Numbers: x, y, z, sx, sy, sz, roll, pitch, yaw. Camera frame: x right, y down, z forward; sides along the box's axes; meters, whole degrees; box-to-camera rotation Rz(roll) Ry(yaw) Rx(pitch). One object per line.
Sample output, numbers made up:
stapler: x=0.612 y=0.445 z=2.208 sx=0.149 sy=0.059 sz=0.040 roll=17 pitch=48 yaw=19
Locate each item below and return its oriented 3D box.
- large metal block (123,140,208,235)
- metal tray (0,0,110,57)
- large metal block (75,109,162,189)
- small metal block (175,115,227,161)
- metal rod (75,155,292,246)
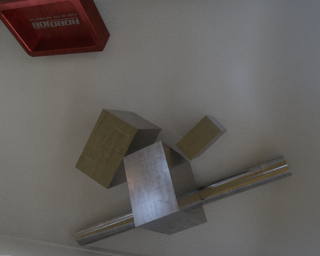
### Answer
large metal block: x=0.007 y=0.072 z=0.357 sx=0.050 sy=0.080 sz=0.080 roll=-26 pitch=57 yaw=17
metal tray: x=-0.146 y=-0.145 z=0.425 sx=0.130 sy=0.090 sz=0.030 roll=0 pitch=55 yaw=19
large metal block: x=-0.050 y=0.024 z=0.398 sx=0.050 sy=0.080 sz=0.080 roll=30 pitch=100 yaw=17
small metal block: x=0.052 y=0.011 z=0.378 sx=0.050 sy=0.050 sz=0.025 roll=-46 pitch=76 yaw=14
metal rod: x=0.017 y=0.101 z=0.403 sx=0.300 sy=0.025 sz=0.025 roll=-24 pitch=82 yaw=18
